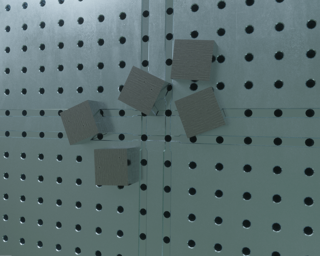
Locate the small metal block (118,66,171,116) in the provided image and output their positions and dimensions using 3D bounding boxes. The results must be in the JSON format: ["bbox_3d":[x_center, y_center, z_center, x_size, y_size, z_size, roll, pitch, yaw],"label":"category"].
[{"bbox_3d":[-0.021,-0.050,0.419,0.050,0.025,0.050,29,99,17],"label":"small metal block"}]

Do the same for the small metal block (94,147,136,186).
[{"bbox_3d":[-0.063,0.053,0.434,0.050,0.025,0.050,-3,89,19],"label":"small metal block"}]

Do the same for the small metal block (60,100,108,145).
[{"bbox_3d":[-0.111,-0.007,0.450,0.050,0.025,0.050,-22,83,18],"label":"small metal block"}]

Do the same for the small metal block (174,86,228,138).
[{"bbox_3d":[0.053,-0.019,0.394,0.050,0.025,0.050,-21,83,18],"label":"small metal block"}]

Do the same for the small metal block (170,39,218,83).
[{"bbox_3d":[0.044,-0.085,0.397,0.050,0.025,0.050,7,92,19],"label":"small metal block"}]
